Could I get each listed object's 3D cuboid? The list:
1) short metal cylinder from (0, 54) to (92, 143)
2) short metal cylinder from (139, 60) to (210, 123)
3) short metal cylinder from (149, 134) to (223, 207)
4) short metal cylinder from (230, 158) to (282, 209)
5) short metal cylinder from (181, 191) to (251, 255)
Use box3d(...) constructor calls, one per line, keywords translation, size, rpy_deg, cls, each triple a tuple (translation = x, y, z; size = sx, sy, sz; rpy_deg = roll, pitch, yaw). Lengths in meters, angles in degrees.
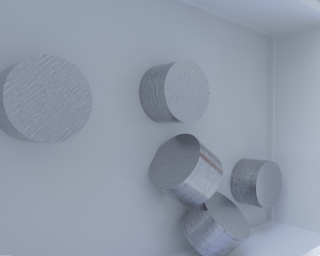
box3d(translation=(-0.113, -0.026, 0.296), size=(0.081, 0.050, 0.079), rpy_deg=(0, 90, -40), cls="short metal cylinder")
box3d(translation=(0.020, -0.046, 0.409), size=(0.081, 0.050, 0.079), rpy_deg=(0, 90, -40), cls="short metal cylinder")
box3d(translation=(0.033, 0.054, 0.401), size=(0.050, 0.080, 0.080), rpy_deg=(41, 65, -33), cls="short metal cylinder")
box3d(translation=(0.166, 0.094, 0.533), size=(0.081, 0.050, 0.079), rpy_deg=(0, 90, -40), cls="short metal cylinder")
box3d(translation=(0.077, 0.134, 0.430), size=(0.080, 0.080, 0.050), rpy_deg=(19, 119, -39), cls="short metal cylinder")
